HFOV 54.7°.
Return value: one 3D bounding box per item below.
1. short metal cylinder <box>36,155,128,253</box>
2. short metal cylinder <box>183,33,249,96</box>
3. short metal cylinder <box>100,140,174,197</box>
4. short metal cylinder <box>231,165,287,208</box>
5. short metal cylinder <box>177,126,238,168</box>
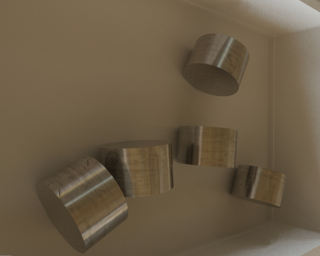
[{"bbox_3d":[-0.077,0.074,0.307,0.050,0.080,0.080,-32,110,-36],"label":"short metal cylinder"},{"bbox_3d":[0.080,-0.088,0.440,0.080,0.080,0.050,36,68,-35],"label":"short metal cylinder"},{"bbox_3d":[-0.026,0.043,0.351,0.081,0.080,0.050,-6,94,-40],"label":"short metal cylinder"},{"bbox_3d":[0.163,0.097,0.511,0.080,0.080,0.050,26,74,-37],"label":"short metal cylinder"},{"bbox_3d":[0.065,0.026,0.428,0.081,0.080,0.050,7,86,-40],"label":"short metal cylinder"}]
